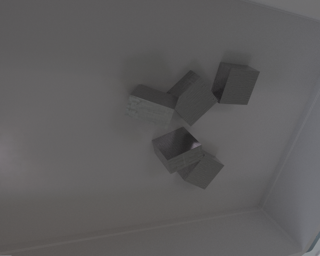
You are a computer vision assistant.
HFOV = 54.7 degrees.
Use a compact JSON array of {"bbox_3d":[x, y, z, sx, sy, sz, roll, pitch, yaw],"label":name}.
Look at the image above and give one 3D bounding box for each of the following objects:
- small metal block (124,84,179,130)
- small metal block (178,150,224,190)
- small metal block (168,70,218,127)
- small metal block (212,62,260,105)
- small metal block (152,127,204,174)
[{"bbox_3d":[-0.008,-0.026,0.359,0.050,0.050,0.025,19,113,1],"label":"small metal block"},{"bbox_3d":[0.063,0.063,0.482,0.050,0.025,0.050,29,102,-38],"label":"small metal block"},{"bbox_3d":[0.040,-0.038,0.407,0.050,0.025,0.050,-44,129,2],"label":"small metal block"},{"bbox_3d":[0.102,-0.060,0.427,0.050,0.025,0.050,0,118,-29],"label":"small metal block"},{"bbox_3d":[0.024,0.029,0.423,0.050,0.050,0.025,-23,127,-14],"label":"small metal block"}]
